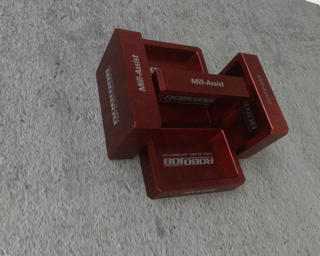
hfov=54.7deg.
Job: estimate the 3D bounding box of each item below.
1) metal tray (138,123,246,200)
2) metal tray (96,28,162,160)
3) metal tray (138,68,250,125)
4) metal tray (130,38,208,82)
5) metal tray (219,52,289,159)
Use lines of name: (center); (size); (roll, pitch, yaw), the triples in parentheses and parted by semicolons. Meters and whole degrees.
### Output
metal tray: (0.039, 0.039, 0.401); (0.131, 0.030, 0.090); (1, 60, -28)
metal tray: (-0.042, -0.038, 0.364); (0.030, 0.090, 0.130); (1, 62, -28)
metal tray: (0.039, -0.034, 0.407); (0.131, 0.090, 0.030); (1, 63, -28)
metal tray: (0.010, -0.082, 0.457); (0.131, 0.030, 0.090); (0, 65, -28)
metal tray: (0.120, -0.031, 0.447); (0.030, 0.090, 0.130); (1, 61, -28)
